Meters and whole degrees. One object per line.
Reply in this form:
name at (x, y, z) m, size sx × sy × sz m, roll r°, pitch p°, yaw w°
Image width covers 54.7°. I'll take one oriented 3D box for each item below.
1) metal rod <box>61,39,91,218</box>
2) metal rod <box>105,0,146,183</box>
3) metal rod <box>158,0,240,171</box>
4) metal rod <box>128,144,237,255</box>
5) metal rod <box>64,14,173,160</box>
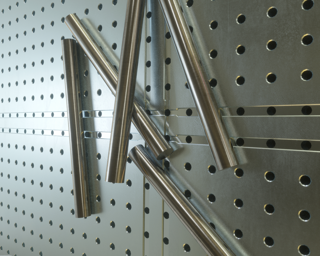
metal rod at (-0.142, -0.002, 0.523) m, size 0.025 × 0.025 × 0.298 m, roll -10°, pitch 84°, yaw 39°
metal rod at (-0.043, -0.077, 0.418) m, size 0.025 × 0.025 × 0.298 m, roll 2°, pitch 84°, yaw 39°
metal rod at (0.033, -0.094, 0.380) m, size 0.025 × 0.025 × 0.299 m, roll -28°, pitch 73°, yaw 36°
metal rod at (0.055, 0.128, 0.362) m, size 0.300 × 0.025 × 0.025 m, roll 47°, pitch 118°, yaw 29°
metal rod at (-0.072, -0.075, 0.466) m, size 0.025 × 0.025 × 0.300 m, roll -50°, pitch 61°, yaw 28°
